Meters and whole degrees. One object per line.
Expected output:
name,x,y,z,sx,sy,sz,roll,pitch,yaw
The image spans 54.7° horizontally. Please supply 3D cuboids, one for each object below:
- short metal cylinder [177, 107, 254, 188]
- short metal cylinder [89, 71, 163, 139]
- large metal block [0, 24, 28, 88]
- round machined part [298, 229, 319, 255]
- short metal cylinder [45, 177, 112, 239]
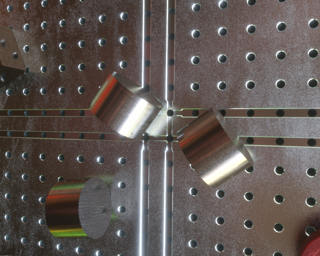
short metal cylinder,0.064,0.022,0.361,0.050,0.080,0.080,-36,79,16
short metal cylinder,-0.043,-0.030,0.399,0.080,0.080,0.050,39,103,15
large metal block,-0.273,-0.112,0.496,0.080,0.050,0.080,-26,82,18
round machined part,0.200,0.152,0.333,0.098,0.042,0.097,0,90,20
short metal cylinder,-0.108,0.109,0.422,0.050,0.080,0.080,-8,87,20
